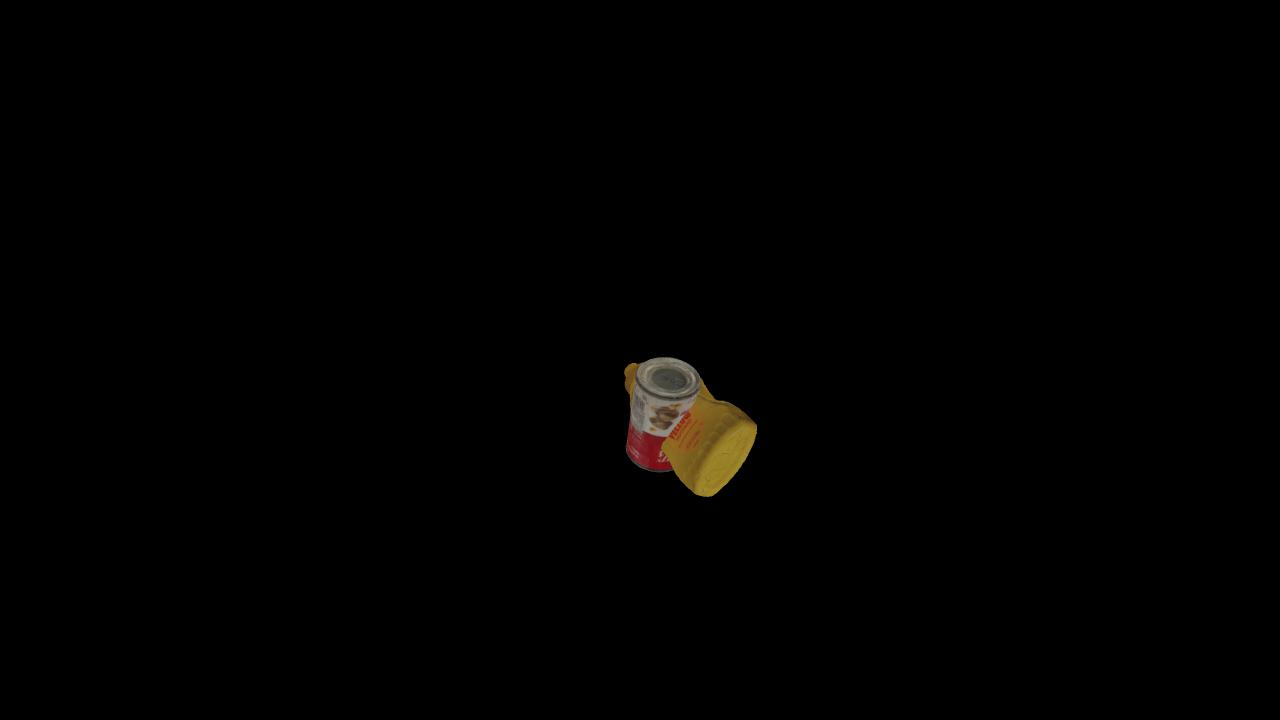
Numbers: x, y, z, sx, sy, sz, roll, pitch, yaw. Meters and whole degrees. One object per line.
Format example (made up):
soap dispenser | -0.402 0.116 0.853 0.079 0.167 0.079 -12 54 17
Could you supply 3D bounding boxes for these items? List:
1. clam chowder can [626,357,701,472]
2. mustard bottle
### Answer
clam chowder can | 0.023 0.056 0.636 0.068 0.102 0.068 4 35 -3
mustard bottle | 0.036 0.053 0.644 0.054 0.092 0.184 14 19 -40
